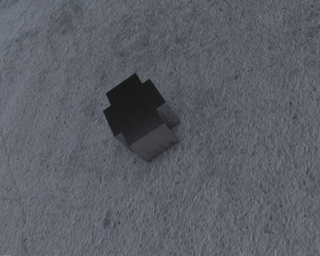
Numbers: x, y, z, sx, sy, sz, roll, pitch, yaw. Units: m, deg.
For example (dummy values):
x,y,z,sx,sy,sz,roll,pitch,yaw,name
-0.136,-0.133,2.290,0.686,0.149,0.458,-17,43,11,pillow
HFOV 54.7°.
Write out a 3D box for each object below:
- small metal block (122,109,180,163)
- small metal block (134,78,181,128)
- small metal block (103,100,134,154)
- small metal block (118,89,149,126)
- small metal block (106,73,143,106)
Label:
x,y,z,sx,sy,sz,roll,pitch,yaw,name
-0.010,0.011,0.386,0.050,0.050,0.025,-34,52,6,small metal block
-0.003,-0.029,0.407,0.025,0.050,0.050,-35,52,5,small metal block
-0.045,-0.001,0.411,0.025,0.050,0.050,-35,52,5,small metal block
-0.024,-0.015,0.409,0.025,0.050,0.050,-35,52,5,small metal block
-0.038,-0.041,0.432,0.050,0.050,0.025,-34,52,6,small metal block
